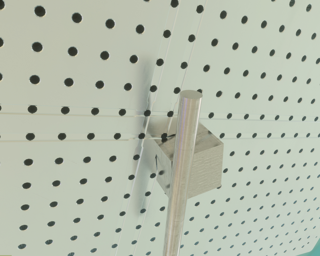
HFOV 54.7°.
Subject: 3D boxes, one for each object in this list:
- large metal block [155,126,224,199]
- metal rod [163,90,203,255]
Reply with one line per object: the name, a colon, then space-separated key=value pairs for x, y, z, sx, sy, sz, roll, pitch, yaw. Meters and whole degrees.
large metal block: x=0.043 y=0.054 z=0.451 sx=0.081 sy=0.050 sz=0.079 roll=-17 pitch=125 yaw=-19
metal rod: x=0.025 y=0.091 z=0.416 sx=0.025 sy=0.025 sz=0.298 roll=-10 pitch=123 yaw=-23
